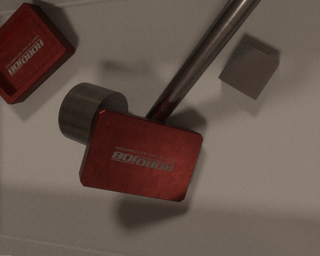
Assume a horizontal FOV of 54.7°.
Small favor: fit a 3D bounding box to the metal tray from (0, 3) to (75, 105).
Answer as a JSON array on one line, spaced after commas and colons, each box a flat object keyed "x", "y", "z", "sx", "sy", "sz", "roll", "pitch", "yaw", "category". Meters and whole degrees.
[{"x": -0.205, "y": -0.109, "z": 0.465, "sx": 0.130, "sy": 0.030, "sz": 0.090, "roll": -38, "pitch": 95, "yaw": 15, "category": "metal tray"}]

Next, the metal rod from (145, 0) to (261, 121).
[{"x": 0.056, "y": -0.091, "z": 0.326, "sx": 0.025, "sy": 0.025, "sz": 0.298, "roll": 49, "pitch": 129, "yaw": 13, "category": "metal rod"}]

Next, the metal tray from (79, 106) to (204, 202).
[{"x": -0.022, "y": 0.034, "z": 0.375, "sx": 0.131, "sy": 0.030, "sz": 0.089, "roll": 14, "pitch": 96, "yaw": -20, "category": "metal tray"}]

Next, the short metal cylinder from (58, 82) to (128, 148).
[{"x": -0.085, "y": -0.015, "z": 0.409, "sx": 0.050, "sy": 0.080, "sz": 0.080, "roll": 19, "pitch": 96, "yaw": 22, "category": "short metal cylinder"}]

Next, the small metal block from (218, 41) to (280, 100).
[{"x": 0.107, "y": -0.068, "z": 0.373, "sx": 0.050, "sy": 0.025, "sz": 0.050, "roll": 34, "pitch": 101, "yaw": 16, "category": "small metal block"}]
